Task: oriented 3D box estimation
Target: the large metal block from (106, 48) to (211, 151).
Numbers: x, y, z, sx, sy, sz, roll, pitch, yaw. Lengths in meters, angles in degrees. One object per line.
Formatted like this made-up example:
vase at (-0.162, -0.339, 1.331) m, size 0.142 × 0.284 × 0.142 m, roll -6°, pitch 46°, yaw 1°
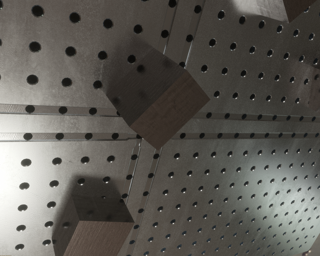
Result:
large metal block at (-0.005, -0.035, 0.353) m, size 0.080 × 0.080 × 0.050 m, roll -45°, pitch 130°, yaw 2°

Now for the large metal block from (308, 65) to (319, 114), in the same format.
large metal block at (0.304, -0.071, 0.521) m, size 0.081 × 0.050 × 0.080 m, roll -23°, pitch 127°, yaw -15°

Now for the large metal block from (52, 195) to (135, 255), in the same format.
large metal block at (-0.095, 0.144, 0.434) m, size 0.081 × 0.050 × 0.080 m, roll 15°, pitch 111°, yaw -35°

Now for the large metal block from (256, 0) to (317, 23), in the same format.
large metal block at (0.156, -0.187, 0.367) m, size 0.080 × 0.050 × 0.080 m, roll -40°, pitch 130°, yaw -1°
